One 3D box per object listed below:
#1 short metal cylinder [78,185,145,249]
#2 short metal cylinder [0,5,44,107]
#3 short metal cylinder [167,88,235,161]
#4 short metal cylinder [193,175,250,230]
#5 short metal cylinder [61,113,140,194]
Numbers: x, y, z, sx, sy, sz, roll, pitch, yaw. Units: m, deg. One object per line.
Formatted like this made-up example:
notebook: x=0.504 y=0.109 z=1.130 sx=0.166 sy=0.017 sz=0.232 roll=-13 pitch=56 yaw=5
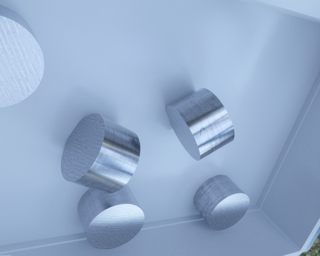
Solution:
short metal cylinder: x=-0.068 y=0.120 z=0.431 sx=0.081 sy=0.050 sz=0.079 roll=-14 pitch=125 yaw=-21
short metal cylinder: x=-0.148 y=-0.064 z=0.272 sx=0.081 sy=0.050 sz=0.079 roll=-14 pitch=125 yaw=-21
short metal cylinder: x=0.051 y=-0.005 z=0.400 sx=0.050 sy=0.080 sz=0.080 roll=-29 pitch=129 yaw=-10
short metal cylinder: x=0.105 y=0.128 z=0.532 sx=0.081 sy=0.050 sz=0.079 roll=-14 pitch=125 yaw=-21
short metal cylinder: x=-0.069 y=0.030 z=0.355 sx=0.050 sy=0.080 sz=0.080 roll=30 pitch=102 yaw=-38
